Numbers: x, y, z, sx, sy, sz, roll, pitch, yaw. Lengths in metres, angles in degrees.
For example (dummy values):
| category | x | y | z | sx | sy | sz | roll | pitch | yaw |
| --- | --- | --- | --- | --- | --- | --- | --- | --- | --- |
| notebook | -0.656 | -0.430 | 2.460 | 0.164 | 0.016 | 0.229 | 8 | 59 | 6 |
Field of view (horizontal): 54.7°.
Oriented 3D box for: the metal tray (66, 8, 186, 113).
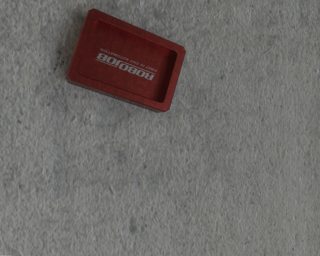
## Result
| category | x | y | z | sx | sy | sz | roll | pitch | yaw |
| --- | --- | --- | --- | --- | --- | --- | --- | --- | --- |
| metal tray | -0.040 | -0.080 | 0.391 | 0.131 | 0.030 | 0.090 | 18 | 84 | -20 |
